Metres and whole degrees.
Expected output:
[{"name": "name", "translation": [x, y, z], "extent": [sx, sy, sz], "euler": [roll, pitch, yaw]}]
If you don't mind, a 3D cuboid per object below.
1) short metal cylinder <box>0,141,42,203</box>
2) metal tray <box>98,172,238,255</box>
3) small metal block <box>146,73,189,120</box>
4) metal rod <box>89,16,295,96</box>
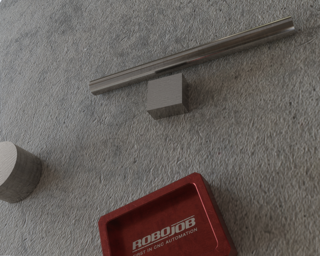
[{"name": "short metal cylinder", "translation": [-0.226, 0.066, 0.463], "extent": [0.080, 0.050, 0.080], "euler": [-13, 56, 20]}, {"name": "metal tray", "translation": [0.003, 0.115, 0.327], "extent": [0.130, 0.030, 0.090], "euler": [-27, 52, 10]}, {"name": "small metal block", "translation": [0.011, -0.043, 0.423], "extent": [0.050, 0.025, 0.050], "euler": [-11, 57, 21]}, {"name": "metal rod", "translation": [0.032, -0.097, 0.445], "extent": [0.301, 0.025, 0.025], "euler": [-14, 56, 20]}]
